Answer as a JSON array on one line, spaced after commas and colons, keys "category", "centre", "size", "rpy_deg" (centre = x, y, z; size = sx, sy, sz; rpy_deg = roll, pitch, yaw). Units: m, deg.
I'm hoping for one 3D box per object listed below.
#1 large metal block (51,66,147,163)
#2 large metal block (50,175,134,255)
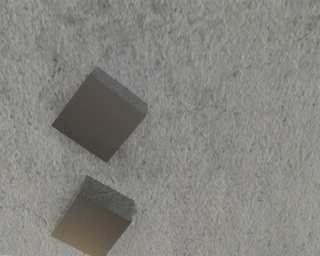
[{"category": "large metal block", "centre": [-0.073, -0.017, 0.389], "size": [0.080, 0.050, 0.080], "rpy_deg": [37, 106, -13]}, {"category": "large metal block", "centre": [-0.094, 0.128, 0.442], "size": [0.080, 0.050, 0.080], "rpy_deg": [32, 107, -12]}]
